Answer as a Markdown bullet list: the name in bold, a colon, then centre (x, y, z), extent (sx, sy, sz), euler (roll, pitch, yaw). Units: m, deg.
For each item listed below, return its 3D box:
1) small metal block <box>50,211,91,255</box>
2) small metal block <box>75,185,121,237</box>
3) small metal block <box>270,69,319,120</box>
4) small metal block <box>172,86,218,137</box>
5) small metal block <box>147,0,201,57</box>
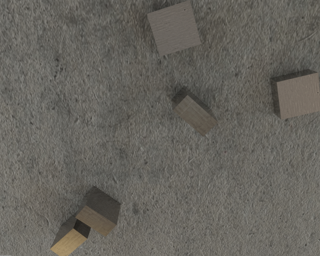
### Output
- **small metal block**: centre (-0.126, 0.152, 0.451), extent (0.050, 0.050, 0.025), euler (-43, 105, 14)
- **small metal block**: centre (-0.086, 0.116, 0.438), extent (0.050, 0.050, 0.025), euler (37, 106, -13)
- **small metal block**: centre (0.173, -0.043, 0.395), extent (0.050, 0.025, 0.050), euler (-13, 110, 4)
- **small metal block**: centre (0.042, -0.022, 0.388), extent (0.050, 0.050, 0.025), euler (40, 105, -14)
- **small metal block**: centre (0.017, -0.118, 0.366), extent (0.050, 0.025, 0.050), euler (-16, 110, 5)
